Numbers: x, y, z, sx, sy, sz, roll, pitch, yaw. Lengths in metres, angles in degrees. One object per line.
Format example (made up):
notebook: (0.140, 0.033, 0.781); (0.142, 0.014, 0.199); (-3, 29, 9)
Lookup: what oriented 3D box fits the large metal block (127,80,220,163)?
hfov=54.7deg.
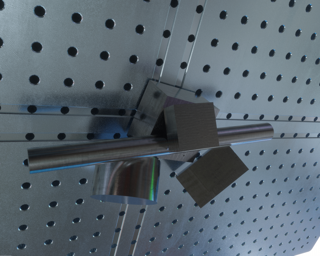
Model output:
large metal block: (0.016, -0.007, 0.395); (0.081, 0.050, 0.079); (11, 113, -33)

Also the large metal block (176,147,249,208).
large metal block: (0.070, 0.064, 0.440); (0.080, 0.050, 0.080); (-38, 173, -2)

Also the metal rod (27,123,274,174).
metal rod: (0.011, 0.018, 0.359); (0.303, 0.025, 0.025); (-6, 121, -26)

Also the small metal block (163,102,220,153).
small metal block: (0.035, -0.001, 0.345); (0.050, 0.025, 0.050); (-6, 86, -25)

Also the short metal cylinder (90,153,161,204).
short metal cylinder: (-0.041, 0.064, 0.380); (0.080, 0.080, 0.050); (21, 64, -36)
